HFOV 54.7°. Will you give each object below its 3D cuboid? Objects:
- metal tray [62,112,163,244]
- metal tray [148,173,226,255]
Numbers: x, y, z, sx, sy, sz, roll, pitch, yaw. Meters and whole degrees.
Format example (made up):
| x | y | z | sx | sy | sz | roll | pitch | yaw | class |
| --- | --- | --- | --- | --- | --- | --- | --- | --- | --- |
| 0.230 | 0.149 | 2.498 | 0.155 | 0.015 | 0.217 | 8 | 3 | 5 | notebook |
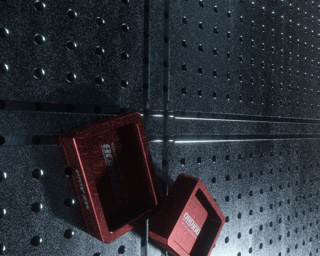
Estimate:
| x | y | z | sx | sy | sz | roll | pitch | yaw | class |
| --- | --- | --- | --- | --- | --- | --- | --- | --- | --- |
| -0.051 | 0.054 | 0.364 | 0.091 | 0.030 | 0.129 | -22 | 104 | -38 | metal tray |
| 0.043 | 0.133 | 0.422 | 0.090 | 0.030 | 0.130 | -58 | 138 | -24 | metal tray |
